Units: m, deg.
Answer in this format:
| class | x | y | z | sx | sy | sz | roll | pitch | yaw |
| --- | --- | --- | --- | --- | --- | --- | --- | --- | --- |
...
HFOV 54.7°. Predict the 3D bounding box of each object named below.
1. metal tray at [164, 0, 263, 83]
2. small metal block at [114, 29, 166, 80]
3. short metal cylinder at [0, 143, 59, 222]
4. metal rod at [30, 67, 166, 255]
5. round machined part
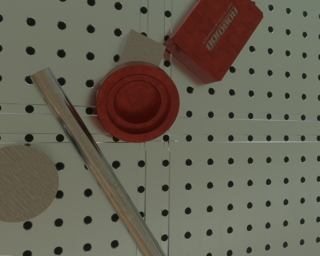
| class | x | y | z | sx | sy | sz | roll | pitch | yaw |
| --- | --- | --- | --- | --- | --- | --- | --- | --- | --- |
| metal tray | 0.079 | -0.140 | 0.440 | 0.090 | 0.030 | 0.130 | 38 | 78 | -17 |
| small metal block | -0.026 | -0.092 | 0.404 | 0.050 | 0.025 | 0.050 | 22 | 83 | -19 |
| short metal cylinder | -0.155 | 0.057 | 0.342 | 0.081 | 0.050 | 0.079 | 0 | 90 | -20 |
| metal rod | -0.067 | 0.063 | 0.388 | 0.025 | 0.025 | 0.299 | -33 | 101 | -17 |
| round machined part | -0.028 | -0.034 | 0.381 | 0.099 | 0.042 | 0.097 | -4 | 114 | -9 |
